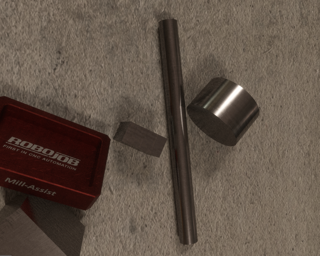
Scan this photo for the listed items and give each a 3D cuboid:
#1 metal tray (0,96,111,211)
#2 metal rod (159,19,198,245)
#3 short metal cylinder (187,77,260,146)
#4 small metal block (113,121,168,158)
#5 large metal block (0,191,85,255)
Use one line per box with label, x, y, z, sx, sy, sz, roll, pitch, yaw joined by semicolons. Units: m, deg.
metal tray;-0.124;0.026;0.332;0.131;0.030;0.090;23;39;-19
metal rod;0.025;0.007;0.419;0.025;0.025;0.298;-6;92;-20
short metal cylinder;0.083;-0.021;0.412;0.080;0.080;0.050;45;76;-15
small metal block;-0.026;0.014;0.387;0.050;0.050;0.025;26;82;-19
large metal block;-0.129;0.111;0.327;0.050;0.080;0.080;-38;103;-1
